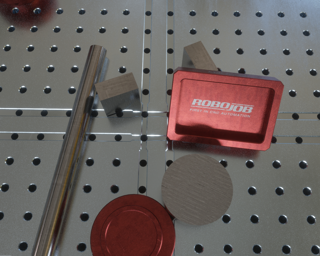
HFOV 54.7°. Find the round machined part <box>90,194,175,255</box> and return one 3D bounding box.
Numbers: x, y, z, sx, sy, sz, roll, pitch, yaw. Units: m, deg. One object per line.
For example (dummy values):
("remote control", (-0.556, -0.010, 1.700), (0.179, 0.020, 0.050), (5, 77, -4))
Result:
("round machined part", (-0.031, 0.125, 0.357), (0.099, 0.042, 0.098), (0, 70, 0))

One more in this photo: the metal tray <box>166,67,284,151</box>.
("metal tray", (0.078, -0.024, 0.391), (0.131, 0.030, 0.089), (7, 109, 2))

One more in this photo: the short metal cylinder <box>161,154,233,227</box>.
("short metal cylinder", (0.042, 0.076, 0.371), (0.081, 0.050, 0.080), (0, 70, 0))

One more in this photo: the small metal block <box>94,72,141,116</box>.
("small metal block", (-0.055, -0.044, 0.414), (0.050, 0.050, 0.025), (-19, 71, -7))

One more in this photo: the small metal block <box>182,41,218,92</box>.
("small metal block", (0.054, -0.083, 0.429), (0.025, 0.050, 0.050), (-23, 72, -8))

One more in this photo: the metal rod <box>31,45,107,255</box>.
("metal rod", (-0.114, 0.025, 0.401), (0.025, 0.025, 0.299), (9, 70, 3))

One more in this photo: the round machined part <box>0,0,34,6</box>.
("round machined part", (-0.228, -0.233, 0.486), (0.099, 0.042, 0.098), (0, 70, 0))
